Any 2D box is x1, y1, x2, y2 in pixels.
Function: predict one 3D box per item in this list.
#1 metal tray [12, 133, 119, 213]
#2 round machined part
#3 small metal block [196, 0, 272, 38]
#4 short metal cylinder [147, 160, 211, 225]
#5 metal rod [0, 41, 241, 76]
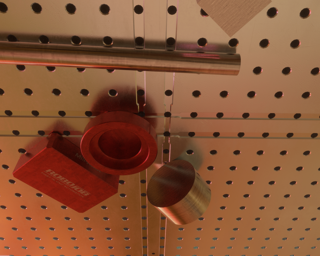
[{"bbox_3d":[-0.138,0.073,0.468,0.090,0.030,0.130,-34,123,25],"label":"metal tray"},{"bbox_3d":[-0.052,0.015,0.413,0.099,0.042,0.097,-1,130,0],"label":"round machined part"},{"bbox_3d":[0.071,-0.128,0.304,0.050,0.025,0.050,35,121,-27],"label":"small metal block"},{"bbox_3d":[0.028,0.094,0.456,0.080,0.080,0.050,-25,126,19],"label":"short metal cylinder"},{"bbox_3d":[-0.063,-0.078,0.344,0.302,0.025,0.025,2,130,-3],"label":"metal rod"}]
